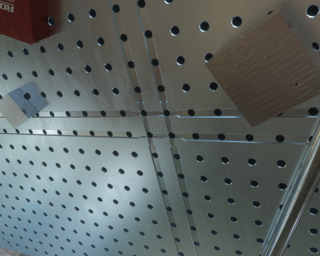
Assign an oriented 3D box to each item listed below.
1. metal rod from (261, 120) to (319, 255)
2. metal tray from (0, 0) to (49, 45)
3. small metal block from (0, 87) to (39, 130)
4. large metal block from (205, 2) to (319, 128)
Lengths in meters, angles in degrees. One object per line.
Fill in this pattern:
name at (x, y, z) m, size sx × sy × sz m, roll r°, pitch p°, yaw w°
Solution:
metal rod at (0.169, 0.071, 0.366) m, size 0.025 × 0.025 × 0.298 m, roll 18°, pitch 126°, yaw 18°
metal tray at (-0.213, -0.174, 0.413) m, size 0.130 × 0.030 × 0.089 m, roll 21°, pitch 126°, yaw 15°
small metal block at (-0.239, -0.032, 0.517) m, size 0.050 × 0.025 × 0.050 m, roll -27°, pitch 104°, yaw 37°
large metal block at (0.106, -0.060, 0.303) m, size 0.080 × 0.050 × 0.080 m, roll -32°, pitch 101°, yaw 38°
